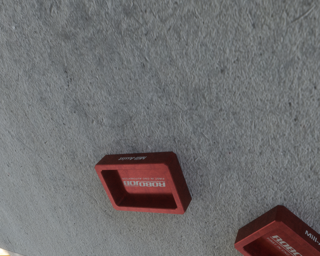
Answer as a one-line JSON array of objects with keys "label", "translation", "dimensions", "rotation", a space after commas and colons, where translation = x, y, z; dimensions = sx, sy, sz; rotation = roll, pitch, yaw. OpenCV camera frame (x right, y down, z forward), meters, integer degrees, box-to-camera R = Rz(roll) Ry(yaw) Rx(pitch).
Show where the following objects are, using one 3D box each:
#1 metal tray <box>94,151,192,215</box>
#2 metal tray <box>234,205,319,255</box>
[{"label": "metal tray", "translation": [-0.027, 0.083, 0.469], "dimensions": [0.130, 0.030, 0.090], "rotation": [-6, 116, 30]}, {"label": "metal tray", "translation": [0.179, 0.172, 0.415], "dimensions": [0.130, 0.030, 0.089], "rotation": [39, 129, 1]}]
